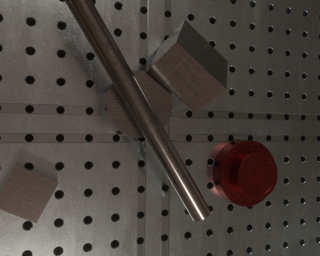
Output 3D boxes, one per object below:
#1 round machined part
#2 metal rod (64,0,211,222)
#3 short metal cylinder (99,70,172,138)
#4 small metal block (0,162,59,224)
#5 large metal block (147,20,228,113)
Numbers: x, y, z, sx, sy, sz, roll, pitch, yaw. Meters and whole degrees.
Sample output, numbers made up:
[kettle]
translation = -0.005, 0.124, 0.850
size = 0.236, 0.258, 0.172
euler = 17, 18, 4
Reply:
[round machined part]
translation = 0.132, 0.067, 0.454
size = 0.099, 0.042, 0.097
euler = 0, 90, -21
[metal rod]
translation = -0.022, -0.021, 0.352
size = 0.025, 0.025, 0.299
euler = -33, 101, -17
[short metal cylinder]
translation = -0.031, -0.028, 0.389
size = 0.081, 0.050, 0.079
euler = 0, 90, -21
[small metal block]
translation = -0.153, 0.074, 0.356
size = 0.050, 0.025, 0.050
euler = 30, 80, -18
[large metal block]
translation = 0.039, -0.079, 0.393
size = 0.080, 0.050, 0.080
euler = 39, 34, -16
